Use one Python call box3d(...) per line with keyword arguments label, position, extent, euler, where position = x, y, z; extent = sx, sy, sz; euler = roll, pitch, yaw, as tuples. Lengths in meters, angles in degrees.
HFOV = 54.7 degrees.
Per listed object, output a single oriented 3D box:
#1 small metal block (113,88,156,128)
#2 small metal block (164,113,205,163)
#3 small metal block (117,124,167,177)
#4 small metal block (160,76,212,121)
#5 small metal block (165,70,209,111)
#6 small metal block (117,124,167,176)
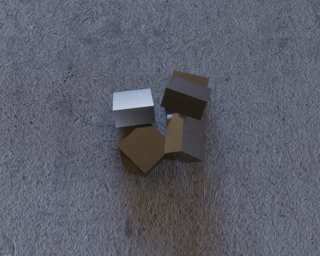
box3d(label="small metal block", position=(-0.034, -0.027, 0.406), extent=(0.050, 0.025, 0.050), euler=(-7, 33, -3))
box3d(label="small metal block", position=(0.032, 0.013, 0.389), extent=(0.025, 0.050, 0.050), euler=(-11, 64, 37))
box3d(label="small metal block", position=(-0.018, 0.026, 0.400), extent=(0.050, 0.025, 0.050), euler=(-43, 76, -14))
box3d(label="small metal block", position=(0.034, -0.038, 0.383), extent=(0.050, 0.025, 0.050), euler=(20, 28, 7))
box3d(label="small metal block", position=(0.037, -0.047, 0.427), extent=(0.050, 0.025, 0.050), euler=(13, 70, 4))
box3d(label="small metal block", position=(-0.018, 0.026, 0.400), extent=(0.050, 0.025, 0.050), euler=(-43, 76, -14))
